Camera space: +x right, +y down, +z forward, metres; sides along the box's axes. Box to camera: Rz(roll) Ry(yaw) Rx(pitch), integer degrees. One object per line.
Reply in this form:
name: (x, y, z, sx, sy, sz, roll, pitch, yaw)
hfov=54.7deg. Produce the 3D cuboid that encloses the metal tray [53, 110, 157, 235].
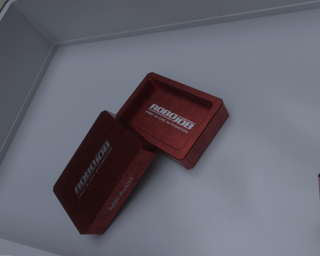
metal tray: (-0.073, 0.054, 0.387, 0.090, 0.030, 0.130, 39, 99, 38)

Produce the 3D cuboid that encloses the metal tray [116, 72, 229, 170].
metal tray: (0.011, -0.015, 0.405, 0.130, 0.030, 0.090, 28, 77, 37)
